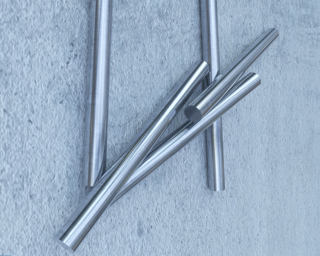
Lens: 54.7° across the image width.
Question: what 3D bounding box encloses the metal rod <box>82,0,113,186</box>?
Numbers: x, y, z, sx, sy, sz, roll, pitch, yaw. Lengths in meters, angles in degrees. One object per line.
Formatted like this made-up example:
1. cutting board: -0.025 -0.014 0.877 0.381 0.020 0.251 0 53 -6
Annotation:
1. metal rod: -0.068 -0.087 0.347 0.025 0.025 0.298 4 88 -40

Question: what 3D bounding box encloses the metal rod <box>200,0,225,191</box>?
1. metal rod: 0.080 -0.054 0.471 0.025 0.025 0.298 -5 93 -40

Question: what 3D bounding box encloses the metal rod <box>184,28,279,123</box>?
1. metal rod: 0.126 -0.097 0.484 0.302 0.025 0.025 -43 117 -40

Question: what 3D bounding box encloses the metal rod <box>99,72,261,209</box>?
1. metal rod: 0.038 0.005 0.414 0.302 0.025 0.025 -37 113 -27

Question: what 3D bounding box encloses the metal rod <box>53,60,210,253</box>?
1. metal rod: -0.014 0.009 0.371 0.025 0.025 0.301 56 51 -25
